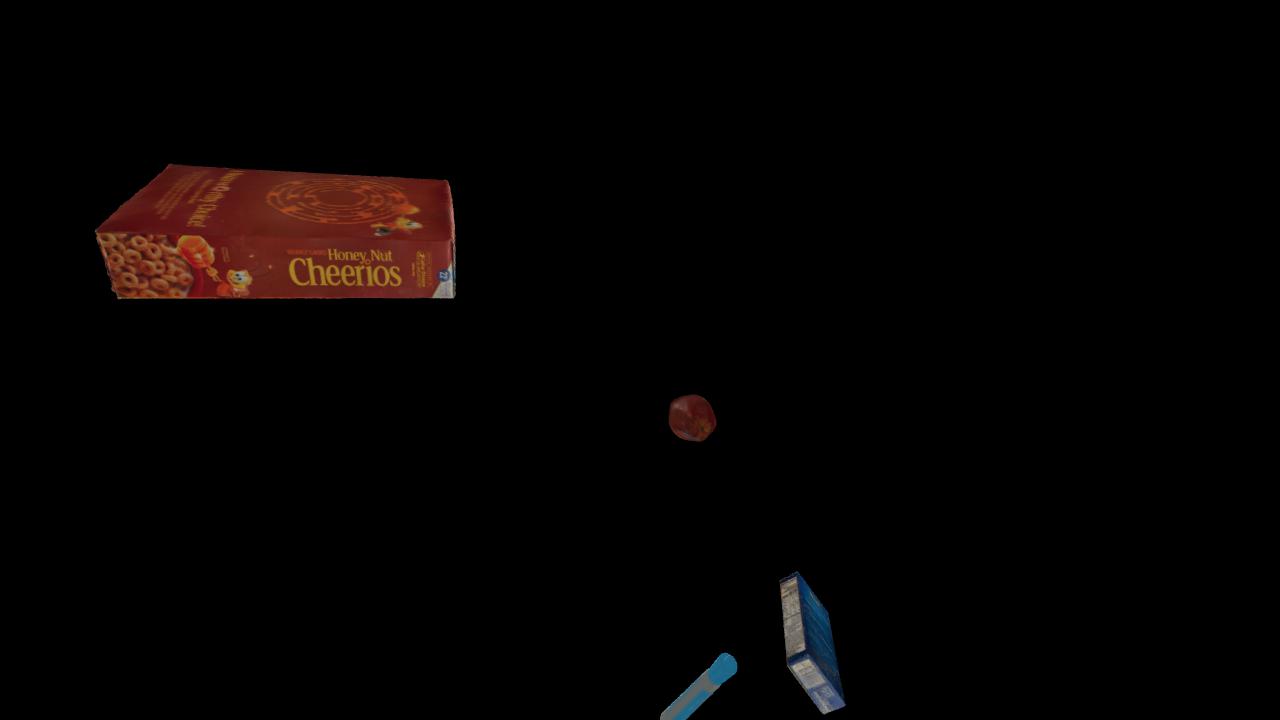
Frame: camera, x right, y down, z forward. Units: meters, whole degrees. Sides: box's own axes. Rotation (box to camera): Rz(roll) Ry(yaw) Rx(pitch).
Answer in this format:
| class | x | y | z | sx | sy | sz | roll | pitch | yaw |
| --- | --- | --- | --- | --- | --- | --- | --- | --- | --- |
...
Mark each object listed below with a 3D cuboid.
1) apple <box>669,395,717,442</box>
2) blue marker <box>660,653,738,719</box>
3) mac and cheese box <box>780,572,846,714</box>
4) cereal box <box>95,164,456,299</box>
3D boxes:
| class | x | y | z | sx | sy | sz | roll | pitch | yaw |
| --- | --- | --- | --- | --- | --- | --- | --- | --- | --- |
| apple | 0.089 | 0.098 | 1.034 | 0.079 | 0.079 | 0.093 | 0 | 12 | -18 |
| blue marker | 0.052 | 0.297 | 0.549 | 0.020 | 0.121 | 0.020 | 20 | 33 | -14 |
| mac and cheese box | 0.248 | 0.405 | 0.899 | 0.041 | 0.093 | 0.184 | -35 | 7 | 17 |
| cereal box | -0.361 | -0.141 | 0.673 | 0.306 | 0.081 | 0.203 | -2 | 34 | -19 |
